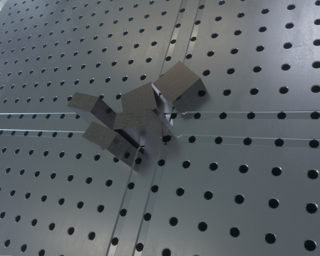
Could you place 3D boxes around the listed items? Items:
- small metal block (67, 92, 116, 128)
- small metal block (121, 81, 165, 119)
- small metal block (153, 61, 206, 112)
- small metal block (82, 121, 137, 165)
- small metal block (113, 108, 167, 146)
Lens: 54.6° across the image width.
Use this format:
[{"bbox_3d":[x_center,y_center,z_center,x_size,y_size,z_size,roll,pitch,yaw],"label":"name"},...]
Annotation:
[{"bbox_3d":[-0.100,-0.026,0.462,0.050,0.050,0.025,14,70,34],"label":"small metal block"},{"bbox_3d":[-0.025,-0.031,0.442,0.050,0.025,0.050,-23,53,14],"label":"small metal block"},{"bbox_3d":[0.027,-0.058,0.431,0.050,0.025,0.050,-41,51,0],"label":"small metal block"},{"bbox_3d":[-0.067,0.020,0.416,0.050,0.050,0.025,21,74,36],"label":"small metal block"},{"bbox_3d":[-0.025,0.001,0.406,0.050,0.050,0.025,-6,59,25],"label":"small metal block"}]
